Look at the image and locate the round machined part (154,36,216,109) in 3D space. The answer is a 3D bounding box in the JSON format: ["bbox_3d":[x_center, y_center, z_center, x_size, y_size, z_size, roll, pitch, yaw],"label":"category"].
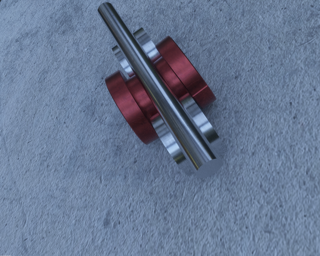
[{"bbox_3d":[0.024,-0.062,0.383,0.042,0.098,0.098,-37,51,9],"label":"round machined part"}]

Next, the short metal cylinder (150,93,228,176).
[{"bbox_3d":[0.032,0.007,0.347,0.050,0.080,0.080,-34,52,6],"label":"short metal cylinder"}]

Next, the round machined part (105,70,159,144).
[{"bbox_3d":[-0.024,-0.031,0.387,0.042,0.098,0.098,-32,52,3],"label":"round machined part"}]

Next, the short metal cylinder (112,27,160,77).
[{"bbox_3d":[-0.024,-0.094,0.438,0.050,0.080,0.080,-34,52,6],"label":"short metal cylinder"}]

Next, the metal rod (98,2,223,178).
[{"bbox_3d":[-0.018,-0.067,0.353,0.025,0.025,0.300,-34,52,5],"label":"metal rod"}]
